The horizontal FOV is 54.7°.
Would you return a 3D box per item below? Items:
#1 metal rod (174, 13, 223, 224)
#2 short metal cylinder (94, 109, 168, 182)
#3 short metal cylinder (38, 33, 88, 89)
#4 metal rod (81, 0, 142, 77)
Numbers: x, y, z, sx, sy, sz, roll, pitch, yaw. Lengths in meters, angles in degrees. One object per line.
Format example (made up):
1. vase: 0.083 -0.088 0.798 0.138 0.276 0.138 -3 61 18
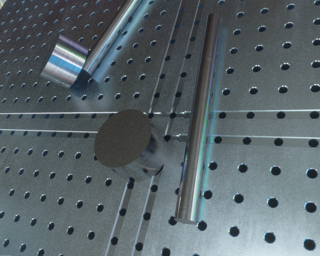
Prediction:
1. metal rod: 0.055 -0.031 0.398 0.025 0.025 0.300 -3 60 27
2. short metal cylinder: -0.036 0.023 0.397 0.080 0.050 0.080 -13 56 21
3. short metal cylinder: -0.165 -0.114 0.529 0.080 0.050 0.080 -39 38 38
4. metal rod: -0.060 -0.222 0.576 0.025 0.025 0.300 19 71 35
